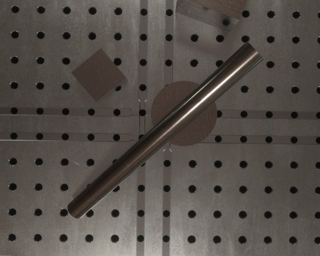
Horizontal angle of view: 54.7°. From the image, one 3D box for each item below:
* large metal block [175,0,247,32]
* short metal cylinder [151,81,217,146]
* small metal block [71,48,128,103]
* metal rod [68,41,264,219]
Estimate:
[{"bbox_3d":[0.073,-0.183,0.402,0.080,0.050,0.080,21,90,-1],"label":"large metal block"},{"bbox_3d":[0.029,-0.018,0.401,0.081,0.050,0.079,0,90,-1],"label":"short metal cylinder"},{"bbox_3d":[-0.079,-0.069,0.412,0.050,0.025,0.050,-40,91,0],"label":"small metal block"},{"bbox_3d":[-0.008,0.015,0.365,0.299,0.025,0.025,-42,91,19],"label":"metal rod"}]
